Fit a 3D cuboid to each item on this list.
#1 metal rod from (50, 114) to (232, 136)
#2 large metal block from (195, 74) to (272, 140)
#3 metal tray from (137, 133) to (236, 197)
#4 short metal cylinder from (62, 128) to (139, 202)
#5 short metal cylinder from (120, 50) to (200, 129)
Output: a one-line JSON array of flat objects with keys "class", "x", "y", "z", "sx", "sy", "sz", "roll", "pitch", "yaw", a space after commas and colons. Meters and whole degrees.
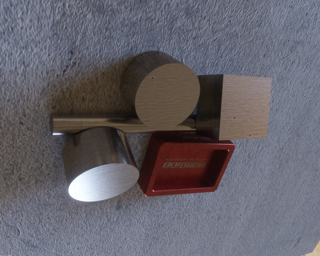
[{"class": "metal rod", "x": 0.014, "y": -0.006, "z": 0.414, "sx": 0.303, "sy": 0.025, "sz": 0.025, "roll": -1, "pitch": 119, "yaw": -28}, {"class": "large metal block", "x": 0.097, "y": -0.028, "z": 0.412, "sx": 0.081, "sy": 0.050, "sz": 0.079, "roll": -1, "pitch": 98, "yaw": -28}, {"class": "metal tray", "x": 0.040, "y": 0.054, "z": 0.459, "sx": 0.131, "sy": 0.030, "sz": 0.089, "roll": 3, "pitch": 117, "yaw": -30}, {"class": "short metal cylinder", "x": -0.070, "y": 0.044, "z": 0.365, "sx": 0.081, "sy": 0.050, "sz": 0.080, "roll": -15, "pitch": 145, "yaw": -11}, {"class": "short metal cylinder", "x": -0.001, "y": -0.045, "z": 0.364, "sx": 0.081, "sy": 0.050, "sz": 0.079, "roll": -14, "pitch": 124, "yaw": -21}]
